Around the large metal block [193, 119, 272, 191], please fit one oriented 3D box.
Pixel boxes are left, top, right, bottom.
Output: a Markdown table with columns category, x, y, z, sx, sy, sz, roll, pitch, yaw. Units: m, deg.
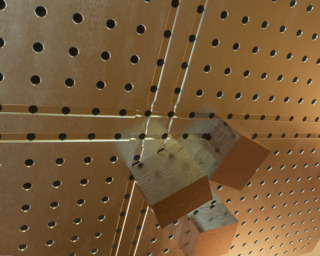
| category | x | y | z | sx | sy | sz | roll | pitch | yaw |
| --- | --- | --- | --- | --- | --- | --- | --- | --- | --- |
| large metal block | 0.111 | 0.043 | 0.481 | 0.080 | 0.050 | 0.080 | 24 | 105 | -37 |

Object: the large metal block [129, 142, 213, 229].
| category | x | y | z | sx | sy | sz | roll | pitch | yaw |
| --- | --- | --- | --- | --- | --- | --- | --- | --- | --- |
| large metal block | 0.014 | 0.077 | 0.430 | 0.080 | 0.080 | 0.050 | -27 | 128 | -11 |

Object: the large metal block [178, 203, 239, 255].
| category | x | y | z | sx | sy | sz | roll | pitch | yaw |
| --- | --- | --- | --- | --- | --- | --- | --- | --- | --- |
| large metal block | 0.085 | 0.189 | 0.557 | 0.081 | 0.050 | 0.079 | -6 | 121 | -25 |
